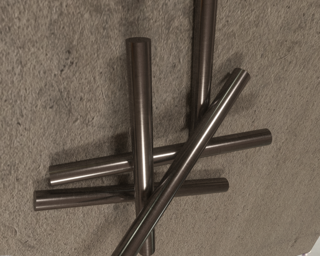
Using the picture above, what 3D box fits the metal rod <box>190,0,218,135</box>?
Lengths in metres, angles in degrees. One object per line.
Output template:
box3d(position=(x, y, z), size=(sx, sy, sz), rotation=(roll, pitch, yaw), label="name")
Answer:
box3d(position=(0.053, -0.093, 0.379), size=(0.025, 0.025, 0.298), rotation=(-15, 125, -20), label="metal rod")

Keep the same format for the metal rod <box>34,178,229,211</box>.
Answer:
box3d(position=(-0.022, 0.093, 0.454), size=(0.303, 0.025, 0.025), rotation=(2, 118, -30), label="metal rod")

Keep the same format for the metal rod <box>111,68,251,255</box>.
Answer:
box3d(position=(0.028, 0.048, 0.389), size=(0.300, 0.025, 0.025), rotation=(-55, 130, -11), label="metal rod")

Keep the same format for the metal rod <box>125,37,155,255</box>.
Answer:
box3d(position=(-0.020, 0.044, 0.374), size=(0.025, 0.025, 0.298), rotation=(-13, 121, -22), label="metal rod")

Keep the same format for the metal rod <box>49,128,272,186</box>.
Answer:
box3d(position=(0.013, 0.035, 0.412), size=(0.302, 0.025, 0.025), rotation=(-9, 123, -15), label="metal rod")
